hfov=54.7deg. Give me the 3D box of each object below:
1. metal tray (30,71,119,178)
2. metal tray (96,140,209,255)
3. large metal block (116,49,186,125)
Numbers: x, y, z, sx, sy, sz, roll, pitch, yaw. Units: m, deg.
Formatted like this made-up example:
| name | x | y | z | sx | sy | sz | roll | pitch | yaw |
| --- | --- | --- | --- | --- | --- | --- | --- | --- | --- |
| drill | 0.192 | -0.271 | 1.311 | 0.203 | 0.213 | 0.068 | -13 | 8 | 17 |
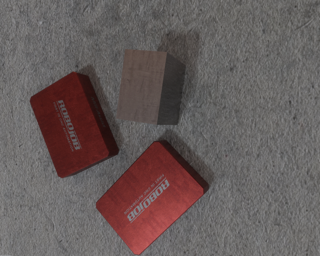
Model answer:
| name | x | y | z | sx | sy | sz | roll | pitch | yaw |
| --- | --- | --- | --- | --- | --- | --- | --- | --- | --- |
| metal tray | -0.126 | -0.004 | 0.449 | 0.090 | 0.030 | 0.129 | -26 | 82 | 17 |
| metal tray | -0.012 | 0.091 | 0.410 | 0.090 | 0.030 | 0.130 | 46 | 104 | 14 |
| large metal block | -0.008 | -0.047 | 0.382 | 0.050 | 0.080 | 0.079 | 9 | 93 | 19 |
